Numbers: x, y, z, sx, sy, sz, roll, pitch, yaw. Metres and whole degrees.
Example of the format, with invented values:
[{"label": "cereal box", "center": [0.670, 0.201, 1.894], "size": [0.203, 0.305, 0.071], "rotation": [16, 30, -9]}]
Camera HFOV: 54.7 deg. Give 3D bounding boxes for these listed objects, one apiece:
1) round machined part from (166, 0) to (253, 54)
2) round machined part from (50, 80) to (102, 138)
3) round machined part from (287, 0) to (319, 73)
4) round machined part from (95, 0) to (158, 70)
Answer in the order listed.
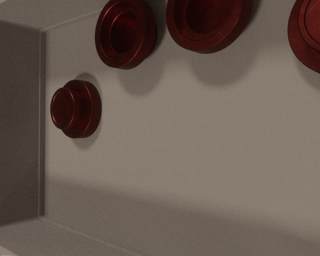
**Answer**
[{"label": "round machined part", "center": [0.058, -0.132, 0.347], "size": [0.098, 0.042, 0.097], "rotation": [0, 90, 39]}, {"label": "round machined part", "center": [-0.145, -0.031, 0.512], "size": [0.098, 0.042, 0.097], "rotation": [0, 90, 39]}, {"label": "round machined part", "center": [0.159, -0.093, 0.264], "size": [0.098, 0.042, 0.097], "rotation": [0, 90, 39]}, {"label": "round machined part", "center": [-0.042, -0.130, 0.429], "size": [0.098, 0.042, 0.097], "rotation": [0, 90, 39]}]
